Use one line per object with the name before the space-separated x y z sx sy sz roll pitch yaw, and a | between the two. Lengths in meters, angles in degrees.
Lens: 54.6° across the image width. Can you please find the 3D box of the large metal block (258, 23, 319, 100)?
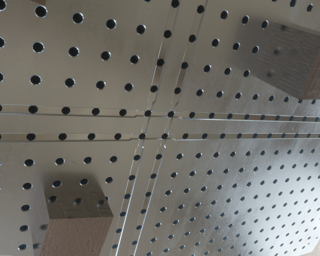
large metal block | 0.191 -0.092 0.422 0.050 0.080 0.079 -3 120 -27

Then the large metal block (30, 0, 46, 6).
large metal block | -0.121 -0.151 0.235 0.081 0.050 0.080 11 113 -33

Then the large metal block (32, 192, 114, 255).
large metal block | -0.118 0.133 0.412 0.081 0.050 0.080 8 115 -32
